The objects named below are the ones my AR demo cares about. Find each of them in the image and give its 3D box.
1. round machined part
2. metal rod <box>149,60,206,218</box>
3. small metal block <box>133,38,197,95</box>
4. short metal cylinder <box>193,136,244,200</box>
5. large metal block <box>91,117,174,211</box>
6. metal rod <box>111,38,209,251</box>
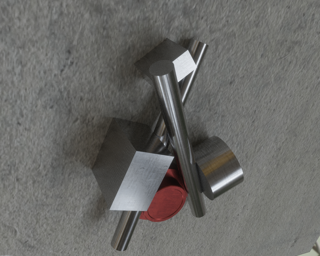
[{"bbox_3d":[0.000,0.101,0.462,0.099,0.042,0.097,-14,125,-21],"label":"round machined part"},{"bbox_3d":[0.033,0.040,0.408,0.025,0.025,0.299,-29,137,-10],"label":"metal rod"},{"bbox_3d":[0.005,-0.071,0.352,0.050,0.050,0.025,-38,130,-3],"label":"small metal block"},{"bbox_3d":[0.077,0.058,0.453,0.050,0.080,0.080,-29,129,-11],"label":"short metal cylinder"},{"bbox_3d":[-0.037,0.044,0.381,0.050,0.080,0.079,12,112,-34],"label":"large metal block"},{"bbox_3d":[-0.005,0.032,0.407,0.025,0.025,0.298,12,106,-34],"label":"metal rod"}]
